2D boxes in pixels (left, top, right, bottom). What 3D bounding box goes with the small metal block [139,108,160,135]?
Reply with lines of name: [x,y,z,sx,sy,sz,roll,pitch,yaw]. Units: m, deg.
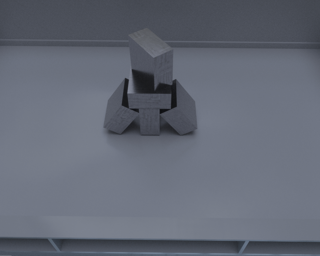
small metal block: [-0.013,-0.026,0.408,0.025,0.050,0.050,1,50,1]

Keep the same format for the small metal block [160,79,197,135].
small metal block: [0.024,-0.027,0.406,0.025,0.050,0.050,-23,44,26]

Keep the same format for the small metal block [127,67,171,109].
small metal block: [-0.012,-0.050,0.379,0.050,0.025,0.050,1,50,0]

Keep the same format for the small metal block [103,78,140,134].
small metal block: [-0.049,-0.028,0.406,0.025,0.050,0.050,24,45,-25]

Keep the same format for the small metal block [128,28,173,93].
small metal block: [-0.010,-0.077,0.353,0.025,0.050,0.050,-29,56,-21]
